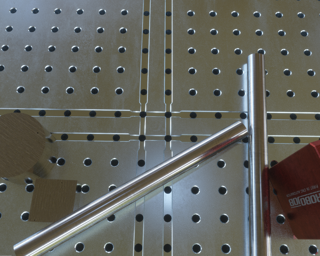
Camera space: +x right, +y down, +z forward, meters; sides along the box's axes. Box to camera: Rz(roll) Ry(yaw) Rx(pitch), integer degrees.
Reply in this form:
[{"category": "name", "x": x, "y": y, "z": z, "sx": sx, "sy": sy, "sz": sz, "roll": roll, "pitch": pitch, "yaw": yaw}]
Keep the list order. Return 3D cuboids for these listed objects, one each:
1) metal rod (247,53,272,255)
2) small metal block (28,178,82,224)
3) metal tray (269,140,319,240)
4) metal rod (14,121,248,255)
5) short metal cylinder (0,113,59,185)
[{"category": "metal rod", "x": 0.127, "y": 0.038, "z": 0.399, "sx": 0.025, "sy": 0.025, "sz": 0.299, "roll": 5, "pitch": 70, "yaw": 1}, {"category": "small metal block", "x": -0.126, "y": 0.090, "z": 0.377, "sx": 0.050, "sy": 0.025, "sz": 0.050, "roll": 3, "pitch": 70, "yaw": 0}, {"category": "metal tray", "x": 0.167, "y": 0.070, "z": 0.332, "sx": 0.030, "sy": 0.130, "sz": 0.090, "roll": -16, "pitch": 71, "yaw": -6}, {"category": "metal rod", "x": -0.020, "y": 0.068, "z": 0.370, "sx": 0.302, "sy": 0.025, "sz": 0.025, "roll": -27, "pitch": 73, "yaw": -16}, {"category": "short metal cylinder", "x": -0.175, "y": 0.027, "z": 0.386, "sx": 0.081, "sy": 0.050, "sz": 0.080, "roll": 0, "pitch": 70, "yaw": 0}]
